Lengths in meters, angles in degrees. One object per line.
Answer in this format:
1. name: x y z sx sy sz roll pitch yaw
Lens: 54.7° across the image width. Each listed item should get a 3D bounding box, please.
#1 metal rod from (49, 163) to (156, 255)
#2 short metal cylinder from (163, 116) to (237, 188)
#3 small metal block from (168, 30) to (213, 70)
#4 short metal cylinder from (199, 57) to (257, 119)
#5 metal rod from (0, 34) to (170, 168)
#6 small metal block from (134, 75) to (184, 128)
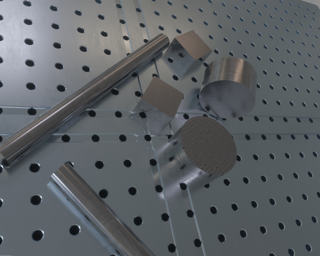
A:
1. metal rod: -0.001 0.152 0.314 0.300 0.025 0.025 46 51 3
2. short metal cylinder: 0.051 0.031 0.400 0.081 0.050 0.080 14 56 -21
3. small metal block: 0.051 -0.130 0.515 0.050 0.025 0.050 -34 81 -38
4. short metal cylinder: 0.102 -0.059 0.464 0.080 0.080 0.050 26 53 -12
5. metal rod: -0.076 -0.055 0.400 0.025 0.025 0.301 43 51 1
6. small metal block: 0.000 -0.037 0.431 0.050 0.025 0.050 31 52 -8
